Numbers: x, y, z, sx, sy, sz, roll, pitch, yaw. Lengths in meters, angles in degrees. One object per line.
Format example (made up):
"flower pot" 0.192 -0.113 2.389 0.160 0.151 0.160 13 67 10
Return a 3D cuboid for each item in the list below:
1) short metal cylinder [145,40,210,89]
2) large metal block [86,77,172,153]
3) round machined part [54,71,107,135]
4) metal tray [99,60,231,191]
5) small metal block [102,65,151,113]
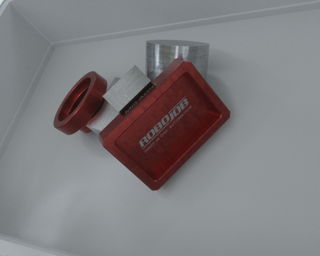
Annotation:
"short metal cylinder" 0.021 -0.085 0.400 0.080 0.081 0.050 17 115 34
"large metal block" -0.037 -0.016 0.416 0.080 0.050 0.080 16 70 34
"round machined part" -0.108 -0.031 0.451 0.098 0.042 0.098 -35 35 29
"metal tray" 0.007 -0.003 0.357 0.130 0.090 0.030 -45 24 -4
"small metal block" -0.037 -0.043 0.366 0.050 0.050 0.025 -45 90 -3
